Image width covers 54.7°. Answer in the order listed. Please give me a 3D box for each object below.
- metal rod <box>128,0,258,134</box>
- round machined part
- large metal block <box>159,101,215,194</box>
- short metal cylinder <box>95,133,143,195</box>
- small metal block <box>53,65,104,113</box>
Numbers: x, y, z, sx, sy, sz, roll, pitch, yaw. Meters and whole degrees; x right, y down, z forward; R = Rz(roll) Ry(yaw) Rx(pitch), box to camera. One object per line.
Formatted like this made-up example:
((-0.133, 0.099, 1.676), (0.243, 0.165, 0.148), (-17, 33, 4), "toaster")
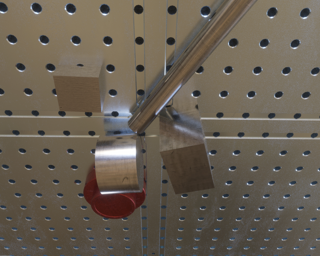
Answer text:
((0.053, -0.096, 0.330), (0.025, 0.025, 0.298), (28, 125, -22), "metal rod")
((-0.072, 0.108, 0.491), (0.099, 0.042, 0.097), (-1, 130, 0), "round machined part")
((0.034, 0.025, 0.398), (0.050, 0.080, 0.080), (-12, 129, 9), "large metal block")
((-0.052, 0.048, 0.415), (0.050, 0.080, 0.079), (-4, 130, 3), "short metal cylinder")
((-0.095, -0.047, 0.371), (0.050, 0.025, 0.050), (2, 130, -2), "small metal block")
